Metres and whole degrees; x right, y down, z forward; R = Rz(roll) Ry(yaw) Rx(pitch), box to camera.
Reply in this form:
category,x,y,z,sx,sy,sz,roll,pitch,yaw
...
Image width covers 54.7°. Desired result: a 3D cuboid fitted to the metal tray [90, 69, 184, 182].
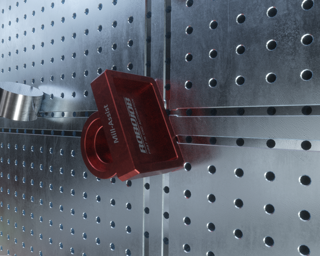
category,x,y,z,sx,sy,sz,roll,pitch,yaw
metal tray,-0.027,-0.005,0.387,0.030,0.091,0.129,-30,72,36

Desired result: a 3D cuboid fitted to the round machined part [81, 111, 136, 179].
category,x,y,z,sx,sy,sz,roll,pitch,yaw
round machined part,-0.069,0.023,0.453,0.098,0.042,0.097,0,90,39

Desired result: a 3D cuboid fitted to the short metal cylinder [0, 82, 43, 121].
category,x,y,z,sx,sy,sz,roll,pitch,yaw
short metal cylinder,-0.271,-0.052,0.593,0.080,0.081,0.050,30,109,35
